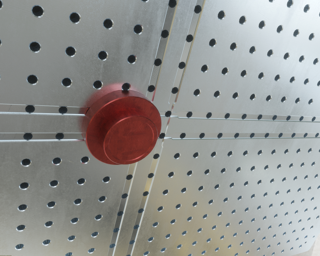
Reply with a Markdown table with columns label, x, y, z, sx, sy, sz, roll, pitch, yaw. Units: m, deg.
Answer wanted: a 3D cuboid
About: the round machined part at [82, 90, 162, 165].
| label | x | y | z | sx | sy | sz | roll | pitch | yaw |
| --- | --- | --- | --- | --- | --- | --- | --- | --- | --- |
| round machined part | -0.042 | 0.006 | 0.382 | 0.099 | 0.042 | 0.097 | -14 | 125 | -21 |
